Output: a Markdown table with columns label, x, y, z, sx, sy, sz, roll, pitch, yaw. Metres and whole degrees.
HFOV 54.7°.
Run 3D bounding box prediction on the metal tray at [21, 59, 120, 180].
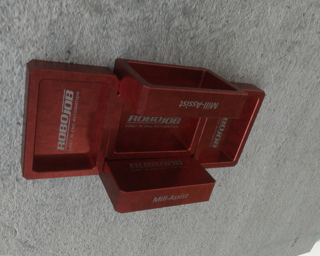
| label | x | y | z | sx | sy | sz | roll | pitch | yaw |
| --- | --- | --- | --- | --- | --- | --- | --- | --- | --- |
| metal tray | -0.102 | -0.006 | 0.346 | 0.091 | 0.030 | 0.129 | 0 | 118 | -29 |

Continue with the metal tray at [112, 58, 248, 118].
| label | x | y | z | sx | sy | sz | roll | pitch | yaw |
| --- | --- | --- | --- | --- | --- | --- | --- | --- | --- |
| metal tray | 0.021 | -0.045 | 0.352 | 0.131 | 0.090 | 0.030 | 0 | 119 | -29 |

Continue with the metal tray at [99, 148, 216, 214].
| label | x | y | z | sx | sy | sz | roll | pitch | yaw |
| --- | --- | --- | --- | --- | --- | --- | --- | --- | --- |
| metal tray | -0.006 | 0.061 | 0.400 | 0.131 | 0.090 | 0.030 | 0 | 118 | -29 |

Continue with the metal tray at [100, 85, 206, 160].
| label | x | y | z | sx | sy | sz | roll | pitch | yaw |
| --- | --- | --- | --- | --- | --- | --- | --- | --- | --- |
| metal tray | -0.006 | -0.007 | 0.399 | 0.131 | 0.030 | 0.089 | 1 | 118 | -29 |

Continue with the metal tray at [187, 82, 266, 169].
| label | x | y | z | sx | sy | sz | roll | pitch | yaw |
| --- | --- | --- | --- | --- | --- | --- | --- | --- | --- |
| metal tray | 0.091 | -0.002 | 0.456 | 0.091 | 0.030 | 0.129 | 0 | 118 | -29 |
